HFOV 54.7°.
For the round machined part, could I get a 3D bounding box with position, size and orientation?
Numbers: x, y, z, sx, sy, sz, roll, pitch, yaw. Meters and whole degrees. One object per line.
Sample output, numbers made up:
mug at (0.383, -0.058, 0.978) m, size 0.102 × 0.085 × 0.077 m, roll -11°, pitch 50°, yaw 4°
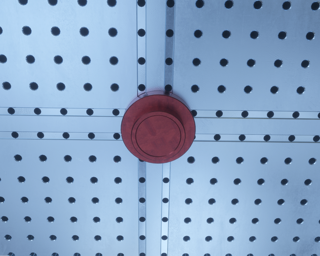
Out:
round machined part at (-0.002, 0.004, 0.405) m, size 0.099 × 0.042 × 0.097 m, roll 0°, pitch 110°, yaw -1°
